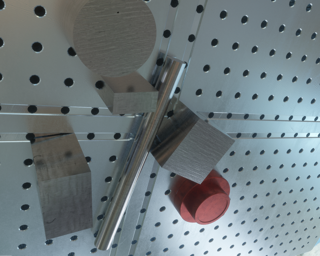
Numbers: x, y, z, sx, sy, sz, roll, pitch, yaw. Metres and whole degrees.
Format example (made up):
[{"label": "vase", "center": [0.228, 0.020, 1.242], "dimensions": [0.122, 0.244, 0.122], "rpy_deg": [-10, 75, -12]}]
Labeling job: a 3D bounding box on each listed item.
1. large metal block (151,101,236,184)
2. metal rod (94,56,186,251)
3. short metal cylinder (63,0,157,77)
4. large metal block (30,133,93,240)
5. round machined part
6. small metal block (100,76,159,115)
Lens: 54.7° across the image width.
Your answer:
[{"label": "large metal block", "center": [0.043, 0.022, 0.432], "dimensions": [0.080, 0.050, 0.080], "rpy_deg": [29, 102, -38]}, {"label": "metal rod", "center": [-0.034, 0.048, 0.421], "dimensions": [0.025, 0.025, 0.298], "rpy_deg": [9, 114, -33]}, {"label": "short metal cylinder", "center": [-0.050, -0.097, 0.307], "dimensions": [0.081, 0.050, 0.079], "rpy_deg": [-14, 124, -21]}, {"label": "large metal block", "center": [-0.113, 0.063, 0.353], "dimensions": [0.050, 0.080, 0.079], "rpy_deg": [-9, 122, -24]}, {"label": "round machined part", "center": [0.077, 0.122, 0.518], "dimensions": [0.099, 0.042, 0.097], "rpy_deg": [-14, 124, -21]}, {"label": "small metal block", "center": [-0.036, -0.039, 0.351], "dimensions": [0.050, 0.050, 0.025], "rpy_deg": [-5, 121, -26]}]
